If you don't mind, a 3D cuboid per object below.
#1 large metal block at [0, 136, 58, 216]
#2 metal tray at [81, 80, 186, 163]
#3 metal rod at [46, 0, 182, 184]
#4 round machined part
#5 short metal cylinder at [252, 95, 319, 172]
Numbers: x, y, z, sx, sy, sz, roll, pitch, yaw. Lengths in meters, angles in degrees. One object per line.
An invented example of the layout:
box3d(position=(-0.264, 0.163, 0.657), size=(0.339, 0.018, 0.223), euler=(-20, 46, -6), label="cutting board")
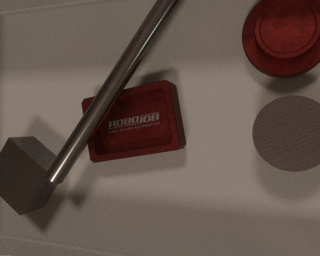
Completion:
box3d(position=(-0.200, 0.069, 0.466), size=(0.080, 0.050, 0.080), euler=(36, 101, 16), label="large metal block")
box3d(position=(-0.037, -0.007, 0.419), size=(0.130, 0.030, 0.089), euler=(-10, 87, 19), label="metal tray")
box3d(position=(-0.060, -0.053, 0.398), size=(0.025, 0.025, 0.299), euler=(38, 100, 16), label="metal rod")
box3d(position=(0.144, -0.108, 0.351), size=(0.098, 0.042, 0.097), euler=(0, 90, 19), label="round machined part")
box3d(position=(0.146, 0.006, 0.346), size=(0.080, 0.050, 0.079), euler=(0, 90, 19), label="short metal cylinder")
